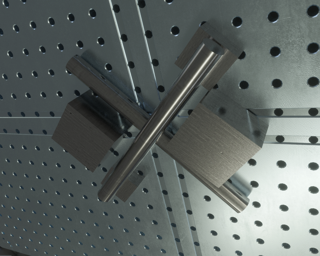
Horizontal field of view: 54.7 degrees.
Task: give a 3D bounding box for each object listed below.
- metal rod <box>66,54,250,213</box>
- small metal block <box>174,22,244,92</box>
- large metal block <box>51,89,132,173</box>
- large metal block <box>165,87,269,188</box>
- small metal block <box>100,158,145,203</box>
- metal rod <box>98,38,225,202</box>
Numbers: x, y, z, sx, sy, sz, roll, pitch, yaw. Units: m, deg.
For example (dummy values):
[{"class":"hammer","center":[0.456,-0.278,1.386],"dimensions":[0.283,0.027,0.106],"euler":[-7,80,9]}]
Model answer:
[{"class":"metal rod","center":[-0.003,0.008,0.416],"dimensions":[0.300,0.025,0.025],"euler":[40,129,0]},{"class":"small metal block","center":[0.052,-0.077,0.337],"dimensions":[0.050,0.025,0.050],"euler":[39,129,1]},{"class":"large metal block","center":[-0.099,0.005,0.451],"dimensions":[0.080,0.050,0.080],"euler":[40,129,1]},{"class":"large metal block","center":[0.066,0.011,0.367],"dimensions":[0.080,0.050,0.080],"euler":[37,129,3]},{"class":"small metal block","center":[-0.060,0.084,0.495],"dimensions":[0.050,0.025,0.050],"euler":[38,129,2]},{"class":"metal rod","center":[-0.017,0.013,0.395],"dimensions":[0.025,0.025,0.298],"euler":[39,129,2]}]
